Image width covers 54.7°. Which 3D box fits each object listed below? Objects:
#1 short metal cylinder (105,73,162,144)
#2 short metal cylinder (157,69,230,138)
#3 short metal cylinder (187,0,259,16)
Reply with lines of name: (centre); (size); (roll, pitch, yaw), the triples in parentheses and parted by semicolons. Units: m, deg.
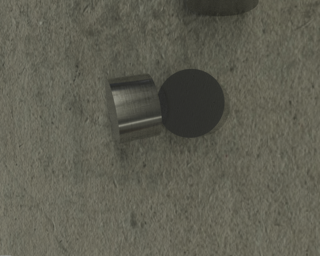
short metal cylinder: (-0.034, -0.024, 0.383); (0.050, 0.080, 0.080); (-11, 86, -15)
short metal cylinder: (0.042, -0.029, 0.380); (0.080, 0.050, 0.079); (0, 90, 19)
short metal cylinder: (0.072, -0.167, 0.354); (0.080, 0.080, 0.050); (3, 91, 19)
